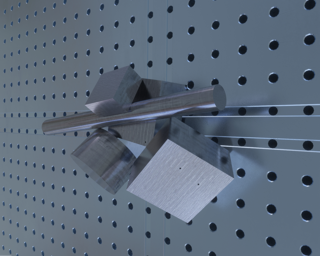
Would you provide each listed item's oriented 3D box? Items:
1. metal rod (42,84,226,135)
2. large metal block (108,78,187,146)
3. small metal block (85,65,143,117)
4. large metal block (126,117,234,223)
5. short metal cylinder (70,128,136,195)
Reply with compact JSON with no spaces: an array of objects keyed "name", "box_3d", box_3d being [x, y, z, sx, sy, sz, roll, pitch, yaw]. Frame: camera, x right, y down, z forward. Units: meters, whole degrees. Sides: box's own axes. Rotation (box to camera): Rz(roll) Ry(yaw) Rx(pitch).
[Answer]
[{"name":"metal rod","box_3d":[-0.058,-0.015,0.387,0.300,0.025,0.025,-7,86,40]},{"name":"large metal block","box_3d":[-0.018,-0.023,0.403,0.080,0.050,0.079,14,99,39]},{"name":"small metal block","box_3d":[-0.055,-0.043,0.369,0.050,0.025,0.050,-7,50,40]},{"name":"large metal block","box_3d":[0.022,0.046,0.343,0.080,0.050,0.080,31,118,-12]},{"name":"short metal cylinder","box_3d":[-0.075,0.045,0.422,0.080,0.080,0.050,25,63,37]}]
